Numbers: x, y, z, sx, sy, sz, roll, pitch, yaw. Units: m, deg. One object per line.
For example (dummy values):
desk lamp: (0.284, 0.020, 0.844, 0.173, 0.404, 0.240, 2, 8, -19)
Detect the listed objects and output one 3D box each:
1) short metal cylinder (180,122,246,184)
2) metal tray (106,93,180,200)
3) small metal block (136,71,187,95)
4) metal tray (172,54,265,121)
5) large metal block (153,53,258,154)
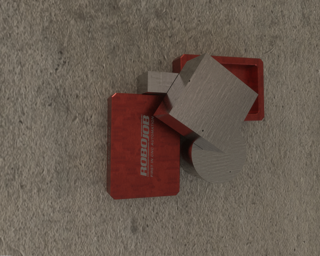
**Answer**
short metal cylinder: (0.069, 0.032, 0.422, 0.081, 0.050, 0.080, 0, 90, -20)
metal tray: (-0.021, 0.022, 0.401, 0.091, 0.030, 0.129, 1, 90, -20)
small metal block: (0.001, -0.055, 0.397, 0.050, 0.050, 0.025, 1, 90, -20)
metal tray: (0.084, -0.054, 0.439, 0.131, 0.030, 0.089, -2, 91, -20)
large metal block: (0.053, -0.027, 0.362, 0.080, 0.050, 0.080, 34, 79, -17)
